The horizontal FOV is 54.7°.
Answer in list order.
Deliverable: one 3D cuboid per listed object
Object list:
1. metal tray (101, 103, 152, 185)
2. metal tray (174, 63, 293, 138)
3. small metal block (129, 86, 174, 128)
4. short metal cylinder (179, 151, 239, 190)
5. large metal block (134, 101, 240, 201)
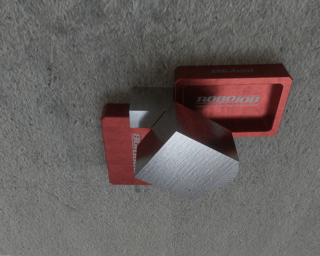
[{"bbox_3d":[-0.028,0.026,0.429,0.091,0.030,0.129,1,130,-1],"label":"metal tray"},{"bbox_3d":[0.083,-0.031,0.380,0.131,0.030,0.089,-1,130,1],"label":"metal tray"},{"bbox_3d":[-0.009,-0.026,0.371,0.050,0.050,0.025,1,130,-1],"label":"small metal block"},{"bbox_3d":[0.063,0.041,0.427,0.080,0.050,0.079,0,130,0],"label":"short metal cylinder"},{"bbox_3d":[0.028,0.029,0.350,0.080,0.050,0.080,26,126,-21],"label":"large metal block"}]
